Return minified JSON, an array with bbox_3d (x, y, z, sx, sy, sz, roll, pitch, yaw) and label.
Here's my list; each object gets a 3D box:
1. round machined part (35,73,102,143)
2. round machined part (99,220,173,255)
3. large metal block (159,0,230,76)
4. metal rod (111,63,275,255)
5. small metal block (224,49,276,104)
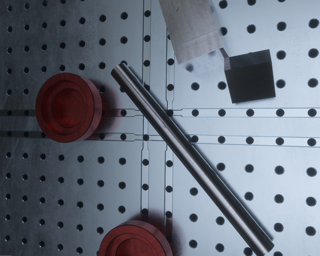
[{"bbox_3d":[-0.126,-0.028,0.448,0.098,0.042,0.097,0,90,20],"label":"round machined part"},{"bbox_3d":[-0.029,0.172,0.414,0.098,0.042,0.097,0,90,20],"label":"round machined part"},{"bbox_3d":[0.045,-0.114,0.367,0.050,0.080,0.080,-18,84,19],"label":"large metal block"},{"bbox_3d":[0.034,0.032,0.400,0.025,0.025,0.300,-42,77,15],"label":"metal rod"},{"bbox_3d":[0.105,-0.059,0.361,0.050,0.050,0.025,-8,43,19],"label":"small metal block"}]
